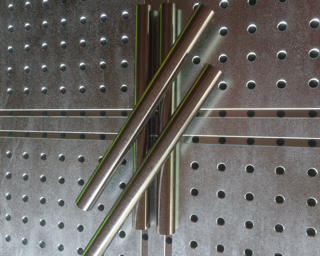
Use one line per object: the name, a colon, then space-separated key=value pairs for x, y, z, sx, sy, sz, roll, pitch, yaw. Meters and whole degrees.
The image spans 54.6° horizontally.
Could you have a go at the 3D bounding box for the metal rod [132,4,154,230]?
metal rod: x=-0.023 y=-0.014 z=0.422 sx=0.025 sy=0.025 sz=0.298 roll=1 pitch=90 yaw=20

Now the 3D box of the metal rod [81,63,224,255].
metal rod: x=-0.015 y=0.053 z=0.392 sx=0.025 sy=0.025 sz=0.299 roll=36 pitch=101 yaw=16

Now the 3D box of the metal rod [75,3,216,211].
metal rod: x=-0.024 y=-0.017 z=0.396 sx=0.025 sy=0.025 sz=0.299 roll=36 pitch=101 yaw=16

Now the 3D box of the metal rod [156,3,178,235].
metal rod: x=0.009 y=-0.012 z=0.410 sx=0.025 sy=0.025 sz=0.298 roll=1 pitch=90 yaw=20
